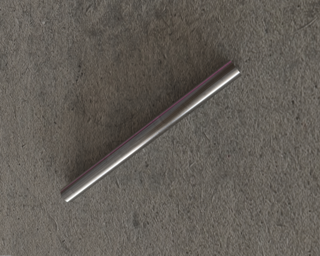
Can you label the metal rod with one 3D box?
[{"bbox_3d":[-0.023,0.013,0.419,0.300,0.025,0.025,-37,78,16],"label":"metal rod"}]
